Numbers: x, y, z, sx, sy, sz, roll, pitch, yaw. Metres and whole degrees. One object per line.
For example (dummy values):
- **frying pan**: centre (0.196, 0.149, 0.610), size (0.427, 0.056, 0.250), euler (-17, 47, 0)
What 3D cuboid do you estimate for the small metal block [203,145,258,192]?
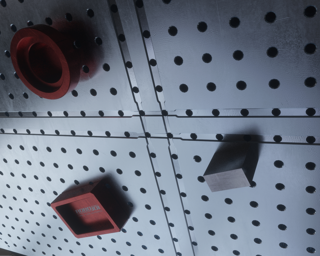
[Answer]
- **small metal block**: centre (0.087, 0.049, 0.379), size (0.050, 0.050, 0.025), euler (-19, 109, 35)

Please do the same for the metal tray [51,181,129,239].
- **metal tray**: centre (-0.132, 0.154, 0.569), size (0.130, 0.030, 0.090), euler (-22, 107, 36)

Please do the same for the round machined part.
- **round machined part**: centre (-0.148, -0.091, 0.420), size (0.098, 0.042, 0.097), euler (13, 124, 20)
